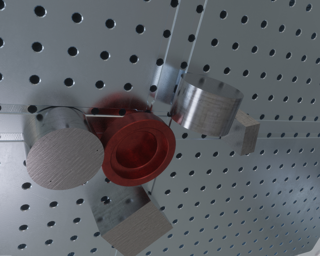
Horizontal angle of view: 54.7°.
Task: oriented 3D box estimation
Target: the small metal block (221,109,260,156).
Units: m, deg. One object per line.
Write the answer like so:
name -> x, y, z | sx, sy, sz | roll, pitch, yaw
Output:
small metal block -> 0.119, 0.005, 0.463 | 0.025, 0.050, 0.050 | -13, 124, -22

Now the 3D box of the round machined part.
round machined part -> -0.033, 0.023, 0.396 | 0.099, 0.042, 0.097 | -14, 125, -22

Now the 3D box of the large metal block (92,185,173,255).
large metal block -> -0.039, 0.135, 0.457 | 0.080, 0.050, 0.080 | -35, 129, -5

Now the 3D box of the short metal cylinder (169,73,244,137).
short metal cylinder -> 0.057, -0.031, 0.388 | 0.081, 0.080, 0.050 | 3, 117, -30

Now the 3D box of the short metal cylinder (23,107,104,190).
short metal cylinder -> -0.109, 0.023, 0.349 | 0.081, 0.050, 0.079 | -14, 124, -21
